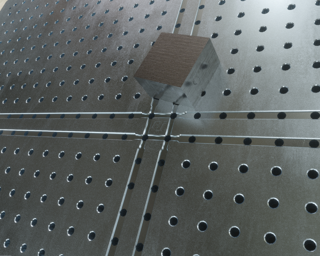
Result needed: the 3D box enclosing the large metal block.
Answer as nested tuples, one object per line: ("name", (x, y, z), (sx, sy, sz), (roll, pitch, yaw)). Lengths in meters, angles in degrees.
("large metal block", (0.024, -0.082, 0.430), (0.080, 0.050, 0.080), (19, 72, 35))
